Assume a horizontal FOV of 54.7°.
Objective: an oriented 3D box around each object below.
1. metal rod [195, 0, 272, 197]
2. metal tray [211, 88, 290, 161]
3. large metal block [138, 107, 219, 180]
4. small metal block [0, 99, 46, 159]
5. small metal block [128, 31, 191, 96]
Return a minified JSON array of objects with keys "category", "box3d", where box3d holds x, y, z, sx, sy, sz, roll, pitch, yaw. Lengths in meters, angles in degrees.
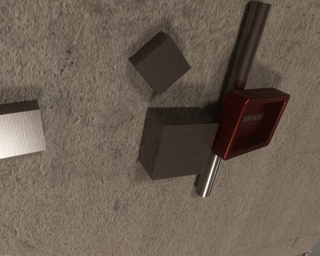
[{"category":"metal rod","box3d":[0.098,-0.024,0.447,0.025,0.025,0.298,-3,120,-27]},{"category":"metal tray","box3d":[0.131,-0.009,0.446,0.131,0.030,0.089,-10,124,-44]},{"category":"large metal block","box3d":[0.023,0.019,0.416,0.081,0.050,0.079,-3,120,-28]},{"category":"small metal block","box3d":[-0.151,0.001,0.325,0.050,0.025,0.050,-11,123,-23]},{"category":"small metal block","box3d":[0.000,-0.075,0.362,0.050,0.025,0.050,-42,130,0]}]
